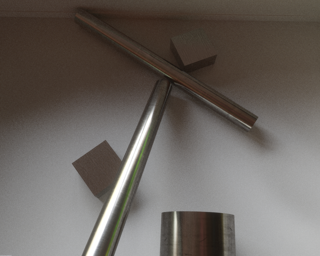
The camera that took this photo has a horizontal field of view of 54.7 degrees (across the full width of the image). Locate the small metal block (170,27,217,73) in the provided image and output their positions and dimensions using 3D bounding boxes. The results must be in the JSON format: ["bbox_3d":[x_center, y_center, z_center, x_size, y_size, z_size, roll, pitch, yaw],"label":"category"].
[{"bbox_3d":[0.048,-0.112,0.451,0.050,0.025,0.050,-21,72,-8],"label":"small metal block"}]

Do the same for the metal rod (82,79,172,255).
[{"bbox_3d":[-0.029,0.041,0.325,0.025,0.025,0.301,14,44,5],"label":"metal rod"}]

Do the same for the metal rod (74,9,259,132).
[{"bbox_3d":[0.002,-0.087,0.441,0.300,0.025,0.025,34,73,11],"label":"metal rod"}]

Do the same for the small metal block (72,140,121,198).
[{"bbox_3d":[-0.073,0.052,0.390,0.050,0.025,0.050,-36,74,-13],"label":"small metal block"}]

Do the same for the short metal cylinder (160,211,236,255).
[{"bbox_3d":[0.041,0.120,0.337,0.081,0.080,0.050,2,70,0],"label":"short metal cylinder"}]
